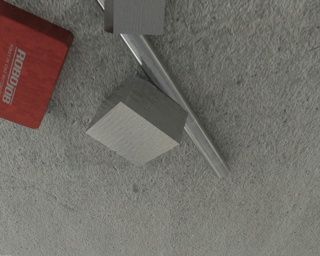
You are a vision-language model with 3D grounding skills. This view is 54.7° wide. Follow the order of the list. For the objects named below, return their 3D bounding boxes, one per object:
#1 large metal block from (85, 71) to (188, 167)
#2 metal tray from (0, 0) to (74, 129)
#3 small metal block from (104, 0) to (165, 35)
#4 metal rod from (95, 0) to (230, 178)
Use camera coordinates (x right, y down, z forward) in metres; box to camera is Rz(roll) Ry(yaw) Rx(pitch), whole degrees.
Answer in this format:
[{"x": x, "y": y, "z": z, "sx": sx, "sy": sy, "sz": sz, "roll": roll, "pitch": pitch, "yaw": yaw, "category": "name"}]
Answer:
[{"x": -0.027, "y": -0.007, "z": 0.367, "sx": 0.080, "sy": 0.050, "sz": 0.080, "roll": 36, "pitch": 137, "yaw": -20, "category": "large metal block"}, {"x": -0.162, "y": -0.065, "z": 0.346, "sx": 0.091, "sy": 0.030, "sz": 0.129, "roll": 22, "pitch": 127, "yaw": -18, "category": "metal tray"}, {"x": -0.023, "y": -0.114, "z": 0.288, "sx": 0.050, "sy": 0.025, "sz": 0.050, "roll": -7, "pitch": 114, "yaw": -28, "category": "small metal block"}, {"x": 0.019, "y": -0.034, "z": 0.378, "sx": 0.025, "sy": 0.025, "sz": 0.300, "roll": -24, "pitch": 127, "yaw": 18, "category": "metal rod"}]
